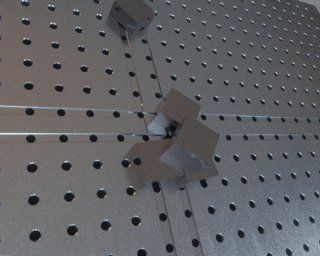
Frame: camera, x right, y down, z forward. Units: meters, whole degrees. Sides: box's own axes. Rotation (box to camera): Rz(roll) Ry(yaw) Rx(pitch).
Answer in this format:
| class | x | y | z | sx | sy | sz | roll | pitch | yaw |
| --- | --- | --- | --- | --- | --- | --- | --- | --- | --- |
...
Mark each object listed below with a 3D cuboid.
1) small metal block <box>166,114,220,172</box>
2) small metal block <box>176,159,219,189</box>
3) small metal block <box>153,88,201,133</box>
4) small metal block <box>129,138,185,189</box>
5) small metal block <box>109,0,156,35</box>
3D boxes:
| class | x | y | z | sx | sy | sz | roll | pitch | yaw |
| --- | --- | --- | --- | --- | --- | --- | --- | --- | --- |
| small metal block | 0.042 | 0.019 | 0.389 | 0.050 | 0.025 | 0.050 | 33 | 51 | -7 |
| small metal block | 0.041 | 0.047 | 0.403 | 0.050 | 0.025 | 0.050 | -8 | 66 | -32 |
| small metal block | 0.025 | -0.021 | 0.436 | 0.050 | 0.025 | 0.050 | 31 | 51 | -9 |
| small metal block | -0.005 | 0.043 | 0.381 | 0.050 | 0.025 | 0.050 | -6 | 65 | -31 |
| small metal block | -0.043 | -0.185 | 0.499 | 0.050 | 0.025 | 0.050 | 44 | 51 | 1 |
